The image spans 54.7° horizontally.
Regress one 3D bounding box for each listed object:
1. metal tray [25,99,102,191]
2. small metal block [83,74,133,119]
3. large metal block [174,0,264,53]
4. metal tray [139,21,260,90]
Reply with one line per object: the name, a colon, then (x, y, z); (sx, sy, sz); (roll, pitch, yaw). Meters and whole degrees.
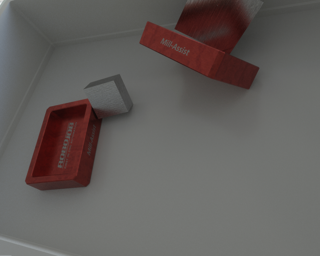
metal tray: (-0.138, 0.023, 0.458); (0.090, 0.030, 0.130); (-9, 58, 23)
small metal block: (-0.074, -0.045, 0.451); (0.050, 0.050, 0.025); (-13, 27, 21)
large metal block: (0.075, -0.154, 0.397); (0.080, 0.079, 0.050); (24, 47, -5)
metal tray: (0.048, -0.093, 0.392); (0.130, 0.091, 0.030); (36, 111, 38)
